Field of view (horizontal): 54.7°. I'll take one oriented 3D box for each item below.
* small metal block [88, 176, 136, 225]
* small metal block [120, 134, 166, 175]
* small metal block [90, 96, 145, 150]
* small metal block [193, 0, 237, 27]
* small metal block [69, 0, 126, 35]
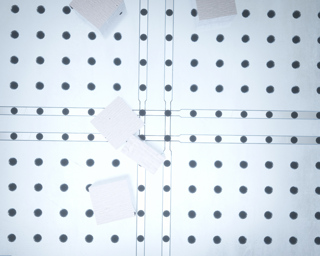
[{"bbox_3d":[-0.063,0.096,0.413,0.050,0.025,0.050,-13,90,-1],"label":"small metal block"},{"bbox_3d":[-0.021,0.032,0.401,0.050,0.050,0.025,35,90,-1],"label":"small metal block"},{"bbox_3d":[-0.055,-0.007,0.413,0.050,0.025,0.050,-42,90,0],"label":"small metal block"},{"bbox_3d":[0.071,-0.168,0.414,0.050,0.025,0.050,-10,90,-1],"label":"small metal block"},{"bbox_3d":[-0.082,-0.162,0.412,0.050,0.025,0.050,40,90,-1],"label":"small metal block"}]
